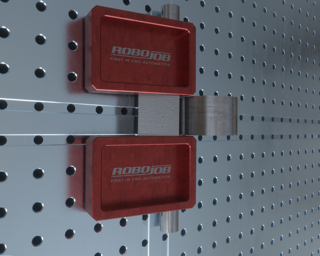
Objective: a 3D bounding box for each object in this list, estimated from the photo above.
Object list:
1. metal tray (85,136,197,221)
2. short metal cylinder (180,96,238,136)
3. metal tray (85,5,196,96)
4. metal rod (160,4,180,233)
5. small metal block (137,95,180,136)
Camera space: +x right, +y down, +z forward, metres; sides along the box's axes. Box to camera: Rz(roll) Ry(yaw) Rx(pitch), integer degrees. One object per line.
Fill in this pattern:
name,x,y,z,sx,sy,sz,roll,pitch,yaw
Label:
metal tray,-0.019,0.054,0.367,0.131,0.030,0.089,0,90,-28
short metal cylinder,0.065,-0.016,0.424,0.081,0.080,0.050,0,90,-40
metal tray,-0.020,-0.085,0.366,0.131,0.030,0.089,0,90,-28
metal rod,0.013,-0.013,0.415,0.025,0.025,0.298,0,90,-40
small metal block,-0.003,-0.015,0.388,0.050,0.025,0.050,1,90,-9
